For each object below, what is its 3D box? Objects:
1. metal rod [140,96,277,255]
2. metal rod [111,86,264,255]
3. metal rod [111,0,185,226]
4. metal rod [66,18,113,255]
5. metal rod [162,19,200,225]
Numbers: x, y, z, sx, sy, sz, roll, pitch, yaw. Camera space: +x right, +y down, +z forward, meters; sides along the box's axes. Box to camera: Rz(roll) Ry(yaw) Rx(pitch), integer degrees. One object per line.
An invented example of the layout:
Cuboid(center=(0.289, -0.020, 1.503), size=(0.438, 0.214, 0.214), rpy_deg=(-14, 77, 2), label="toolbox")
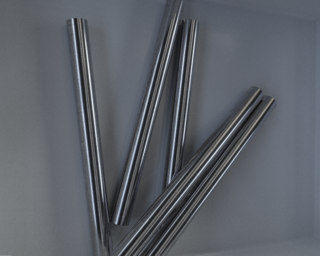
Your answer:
Cuboid(center=(0.072, 0.064, 0.419), size=(0.025, 0.025, 0.301), rpy_deg=(47, 69, -14), label="metal rod")
Cuboid(center=(0.049, 0.048, 0.405), size=(0.025, 0.025, 0.301), rpy_deg=(49, 67, -14), label="metal rod")
Cuboid(center=(-0.015, -0.025, 0.404), size=(0.025, 0.025, 0.299), rpy_deg=(16, 85, -20), label="metal rod")
Cuboid(center=(-0.085, 0.020, 0.379), size=(0.025, 0.025, 0.298), rpy_deg=(-7, 92, -20), label="metal rod")
Cuboid(center=(0.024, 0.003, 0.419), size=(0.025, 0.025, 0.298), rpy_deg=(8, 87, -20), label="metal rod")
